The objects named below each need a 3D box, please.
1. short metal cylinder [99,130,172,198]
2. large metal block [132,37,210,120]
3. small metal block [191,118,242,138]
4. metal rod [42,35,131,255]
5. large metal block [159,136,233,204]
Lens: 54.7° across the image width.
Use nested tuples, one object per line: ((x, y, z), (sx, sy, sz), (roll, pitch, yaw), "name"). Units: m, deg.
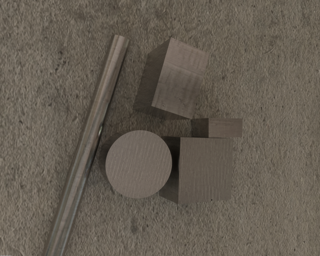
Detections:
((-0.032, 0.042, 0.384), (0.081, 0.050, 0.080), (0, 90, -20), "short metal cylinder")
((0.010, -0.055, 0.384), (0.050, 0.080, 0.080), (18, 84, -19), "large metal block")
((0.077, 0.000, 0.424), (0.050, 0.050, 0.025), (0, 90, -20), "small metal block")
((-0.091, 0.031, 0.375), (0.025, 0.025, 0.299), (18, 84, -19), "metal rod")
((0.047, 0.052, 0.409), (0.081, 0.050, 0.080), (2, 89, -27), "large metal block")
